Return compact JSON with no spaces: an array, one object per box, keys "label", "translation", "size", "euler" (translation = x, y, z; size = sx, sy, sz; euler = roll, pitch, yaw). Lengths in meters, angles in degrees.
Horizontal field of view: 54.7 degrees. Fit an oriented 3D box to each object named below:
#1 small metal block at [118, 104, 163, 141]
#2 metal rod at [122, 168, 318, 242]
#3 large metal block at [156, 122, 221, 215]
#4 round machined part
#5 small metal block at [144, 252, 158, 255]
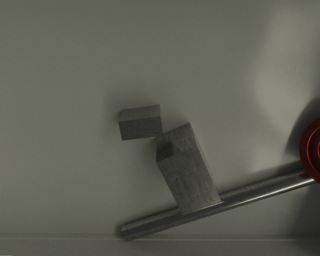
[{"label":"small metal block","translation":[-0.023,-0.008,0.395],"size":[0.050,0.050,0.025],"euler":[-8,110,2]},{"label":"metal rod","translation":[0.088,0.111,0.453],"size":[0.301,0.025,0.025],"euler":[-19,109,6]},{"label":"large metal block","translation":[0.035,0.050,0.401],"size":[0.050,0.080,0.080],"euler":[-23,109,8]},{"label":"round machined part","translation":[0.237,0.029,0.397],"size":[0.042,0.098,0.097],"euler":[1,116,-43]},{"label":"small metal block","translation":[-0.009,0.235,0.500],"size":[0.050,0.025,0.050],"euler":[22,108,-9]}]
